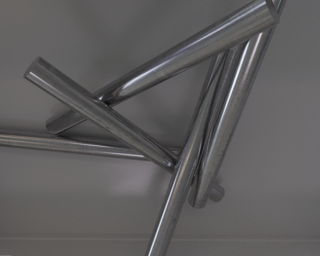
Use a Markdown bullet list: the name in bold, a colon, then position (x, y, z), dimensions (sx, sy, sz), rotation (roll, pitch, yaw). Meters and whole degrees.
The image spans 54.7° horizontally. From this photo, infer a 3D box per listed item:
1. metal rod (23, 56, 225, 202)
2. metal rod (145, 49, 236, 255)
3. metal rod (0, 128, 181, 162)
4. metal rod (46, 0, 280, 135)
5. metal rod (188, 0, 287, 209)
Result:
- **metal rod**: position (-0.018, 0.020, 0.367), dimensions (0.025, 0.025, 0.301), rotation (-43, 124, 14)
- **metal rod**: position (0.030, 0.052, 0.373), dimensions (0.025, 0.025, 0.298), rotation (17, 100, -6)
- **metal rod**: position (-0.102, 0.024, 0.419), dimensions (0.302, 0.025, 0.025), rotation (6, 110, -3)
- **metal rod**: position (-0.028, -0.046, 0.322), dimensions (0.299, 0.025, 0.025), rotation (-21, 112, 36)
- **metal rod**: position (0.073, -0.020, 0.319), dimensions (0.025, 0.025, 0.298), rotation (9, 127, -4)
